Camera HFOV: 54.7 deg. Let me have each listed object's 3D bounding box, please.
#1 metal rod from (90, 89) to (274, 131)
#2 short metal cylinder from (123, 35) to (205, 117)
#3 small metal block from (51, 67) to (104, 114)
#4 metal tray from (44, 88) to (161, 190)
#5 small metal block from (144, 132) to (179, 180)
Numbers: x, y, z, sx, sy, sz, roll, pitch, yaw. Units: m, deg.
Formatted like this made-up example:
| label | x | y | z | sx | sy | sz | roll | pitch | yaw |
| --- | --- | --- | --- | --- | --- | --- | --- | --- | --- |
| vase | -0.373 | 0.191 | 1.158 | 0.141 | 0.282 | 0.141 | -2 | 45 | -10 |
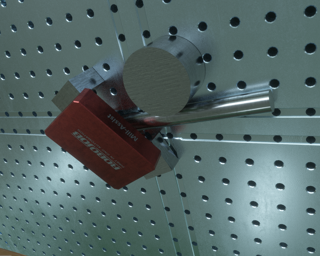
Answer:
| label | x | y | z | sx | sy | sz | roll | pitch | yaw |
| --- | --- | --- | --- | --- | --- | --- | --- | --- | --- |
| metal rod | -0.008 | -0.011 | 0.407 | 0.300 | 0.025 | 0.025 | -8 | 115 | 31 |
| short metal cylinder | 0.005 | -0.060 | 0.353 | 0.080 | 0.050 | 0.079 | 13 | 124 | 20 |
| small metal block | -0.111 | -0.051 | 0.420 | 0.025 | 0.050 | 0.050 | 49 | 128 | -7 |
| metal tray | -0.075 | 0.020 | 0.408 | 0.130 | 0.030 | 0.090 | 42 | 130 | -16 |
| small metal block | -0.010 | 0.040 | 0.439 | 0.050 | 0.025 | 0.050 | -26 | 105 | 36 |
